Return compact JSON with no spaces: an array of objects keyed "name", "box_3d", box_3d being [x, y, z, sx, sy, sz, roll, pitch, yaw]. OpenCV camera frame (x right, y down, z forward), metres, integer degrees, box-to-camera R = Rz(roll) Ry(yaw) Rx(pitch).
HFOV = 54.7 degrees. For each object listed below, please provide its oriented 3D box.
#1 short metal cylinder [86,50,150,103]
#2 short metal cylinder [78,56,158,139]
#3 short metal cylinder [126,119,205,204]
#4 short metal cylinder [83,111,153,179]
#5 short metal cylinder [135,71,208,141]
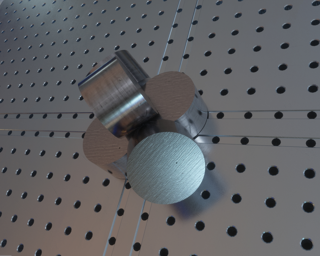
[{"name":"short metal cylinder","box_3d":[-0.059,-0.062,0.431,0.080,0.080,0.050,-39,85,1]},{"name":"short metal cylinder","box_3d":[-0.046,-0.034,0.351,0.050,0.080,0.080,-36,52,4]},{"name":"short metal cylinder","box_3d":[0.004,0.035,0.339,0.080,0.080,0.050,-35,16,5]},{"name":"short metal cylinder","box_3d":[-0.052,0.020,0.405,0.080,0.050,0.080,-13,56,20]},{"name":"short metal cylinder","box_3d":[0.015,-0.026,0.398,0.080,0.050,0.080,-13,56,20]}]
